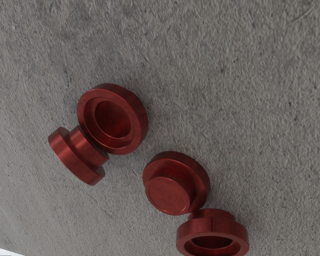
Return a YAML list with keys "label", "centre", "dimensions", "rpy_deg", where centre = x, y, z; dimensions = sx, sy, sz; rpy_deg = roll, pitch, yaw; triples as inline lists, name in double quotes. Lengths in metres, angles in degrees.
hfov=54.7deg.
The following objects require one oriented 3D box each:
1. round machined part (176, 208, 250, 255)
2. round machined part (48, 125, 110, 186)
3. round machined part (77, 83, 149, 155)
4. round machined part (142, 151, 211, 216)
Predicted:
- label: "round machined part"
  centre: [0.072, 0.148, 0.434]
  dimensions: [0.099, 0.042, 0.097]
  rpy_deg: [3, 137, 3]
- label: "round machined part"
  centre: [-0.112, 0.034, 0.453]
  dimensions: [0.042, 0.098, 0.098]
  rpy_deg: [-42, 96, -2]
- label: "round machined part"
  centre: [-0.059, -0.015, 0.418]
  dimensions: [0.098, 0.042, 0.097]
  rpy_deg: [13, 124, 21]
- label: "round machined part"
  centre: [0.018, 0.085, 0.439]
  dimensions: [0.098, 0.042, 0.097]
  rpy_deg: [13, 124, 21]
